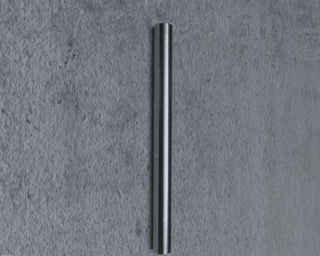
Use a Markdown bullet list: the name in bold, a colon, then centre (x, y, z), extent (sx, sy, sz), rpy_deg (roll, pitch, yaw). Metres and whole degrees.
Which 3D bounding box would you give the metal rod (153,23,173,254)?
- **metal rod**: centre (0.004, 0.014, 0.411), extent (0.025, 0.025, 0.298), rpy_deg (0, 90, -40)
